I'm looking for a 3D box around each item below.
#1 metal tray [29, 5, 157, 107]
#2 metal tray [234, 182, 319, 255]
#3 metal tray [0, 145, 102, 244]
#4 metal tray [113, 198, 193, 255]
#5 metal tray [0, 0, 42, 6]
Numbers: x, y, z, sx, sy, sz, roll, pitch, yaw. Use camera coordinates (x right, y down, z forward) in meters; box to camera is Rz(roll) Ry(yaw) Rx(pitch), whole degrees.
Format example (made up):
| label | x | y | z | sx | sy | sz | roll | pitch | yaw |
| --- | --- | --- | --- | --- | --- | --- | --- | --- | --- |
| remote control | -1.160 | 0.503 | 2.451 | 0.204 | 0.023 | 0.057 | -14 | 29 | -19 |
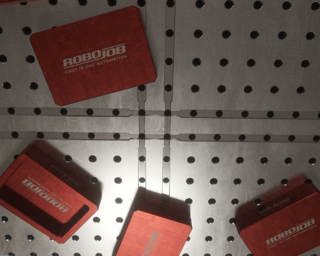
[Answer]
| label | x | y | z | sx | sy | sz | roll | pitch | yaw |
| --- | --- | --- | --- | --- | --- | --- | --- | --- | --- |
| metal tray | -0.077 | -0.087 | 0.378 | 0.131 | 0.030 | 0.089 | -14 | 110 | 4 |
| metal tray | 0.192 | 0.150 | 0.469 | 0.130 | 0.030 | 0.090 | -31 | 108 | 10 |
| metal tray | -0.163 | 0.097 | 0.444 | 0.130 | 0.030 | 0.090 | 41 | 105 | -14 |
| metal tray | -0.016 | 0.180 | 0.477 | 0.091 | 0.030 | 0.129 | 19 | 109 | -8 |
| metal tray | -0.185 | -0.203 | 0.333 | 0.091 | 0.030 | 0.129 | -7 | 110 | 2 |
